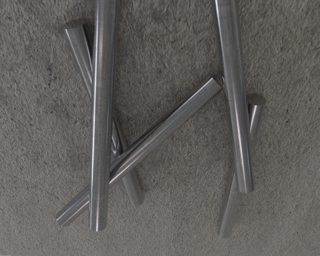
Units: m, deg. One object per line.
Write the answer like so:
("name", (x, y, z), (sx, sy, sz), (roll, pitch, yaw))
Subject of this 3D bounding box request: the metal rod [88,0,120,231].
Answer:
("metal rod", (-0.068, 0.002, 0.362), (0.025, 0.025, 0.298), (5, 116, -5))

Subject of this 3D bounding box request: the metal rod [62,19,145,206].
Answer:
("metal rod", (-0.063, 0.006, 0.411), (0.025, 0.025, 0.298), (-8, 130, 6))

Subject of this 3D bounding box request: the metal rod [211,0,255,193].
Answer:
("metal rod", (0.087, -0.037, 0.356), (0.025, 0.025, 0.298), (-11, 124, 9))

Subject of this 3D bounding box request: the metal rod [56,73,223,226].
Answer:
("metal rod", (-0.039, 0.040, 0.410), (0.025, 0.025, 0.299), (38, 112, -27))

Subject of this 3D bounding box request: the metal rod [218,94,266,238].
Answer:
("metal rod", (0.118, 0.079, 0.475), (0.025, 0.025, 0.298), (0, 130, 0))
